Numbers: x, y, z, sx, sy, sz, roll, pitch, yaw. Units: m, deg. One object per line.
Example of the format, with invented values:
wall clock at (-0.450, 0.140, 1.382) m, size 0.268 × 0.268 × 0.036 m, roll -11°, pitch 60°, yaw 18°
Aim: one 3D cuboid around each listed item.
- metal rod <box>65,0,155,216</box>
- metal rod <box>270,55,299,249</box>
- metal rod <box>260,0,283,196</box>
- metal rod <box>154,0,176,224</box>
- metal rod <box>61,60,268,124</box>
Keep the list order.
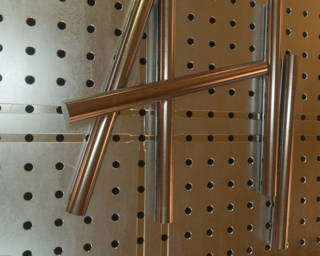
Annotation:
metal rod at (-0.059, -0.040, 0.391) m, size 0.025 × 0.025 × 0.299 m, roll 19°, pitch 83°, yaw -20°
metal rod at (0.196, 0.036, 0.487) m, size 0.025 × 0.025 × 0.298 m, roll 5°, pitch 88°, yaw -20°
metal rod at (0.172, -0.047, 0.477) m, size 0.025 × 0.025 × 0.298 m, roll 2°, pitch 89°, yaw -20°
metal rod at (0.007, -0.024, 0.416) m, size 0.025 × 0.025 × 0.298 m, roll 1°, pitch 90°, yaw -20°
metal rod at (0.027, -0.054, 0.397) m, size 0.303 × 0.025 × 0.025 m, roll -17°, pitch 96°, yaw -29°
